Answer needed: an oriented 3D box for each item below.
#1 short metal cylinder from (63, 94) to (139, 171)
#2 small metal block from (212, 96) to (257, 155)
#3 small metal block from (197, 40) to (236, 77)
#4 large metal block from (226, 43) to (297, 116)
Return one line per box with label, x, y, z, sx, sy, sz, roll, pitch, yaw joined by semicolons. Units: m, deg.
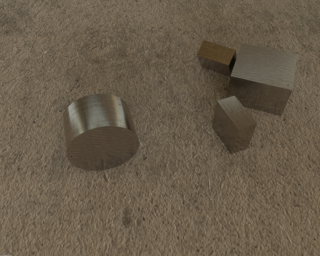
short metal cylinder;-0.069;0.006;0.362;0.081;0.080;0.050;-12;51;-10
small metal block;0.092;-0.004;0.391;0.025;0.050;0.050;-18;52;-14
small metal block;0.088;-0.105;0.473;0.050;0.050;0.025;23;87;18
large metal block;0.146;-0.072;0.449;0.080;0.050;0.080;16;52;12
